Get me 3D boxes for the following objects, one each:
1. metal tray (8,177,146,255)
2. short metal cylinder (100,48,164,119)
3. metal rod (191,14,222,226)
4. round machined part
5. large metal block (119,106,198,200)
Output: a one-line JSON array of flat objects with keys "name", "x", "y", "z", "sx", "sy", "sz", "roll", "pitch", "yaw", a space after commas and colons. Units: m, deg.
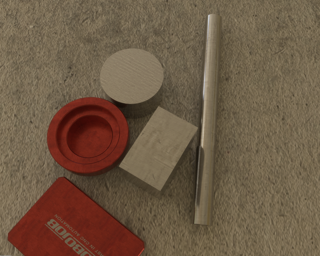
[{"name": "metal tray", "x": -0.094, "y": 0.130, "z": 0.357, "sx": 0.130, "sy": 0.030, "sz": 0.090, "roll": 36, "pitch": 74, "yaw": 12}, {"name": "short metal cylinder", "x": -0.036, "y": -0.059, "z": 0.416, "sx": 0.081, "sy": 0.050, "sz": 0.080, "roll": 0, "pitch": 70, "yaw": 0}, {"name": "metal rod", "x": 0.065, "y": -0.025, "z": 0.417, "sx": 0.025, "sy": 0.025, "sz": 0.299, "roll": 6, "pitch": 70, "yaw": 2}, {"name": "round machined part", "x": -0.087, "y": 0.013, "z": 0.393, "sx": 0.099, "sy": 0.042, "sz": 0.098, "roll": 0, "pitch": 70, "yaw": -1}, {"name": "large metal block", "x": -0.001, "y": 0.033, "z": 0.367, "sx": 0.050, "sy": 0.080, "sz": 0.080, "roll": 29, "pitch": 73, "yaw": 10}]
